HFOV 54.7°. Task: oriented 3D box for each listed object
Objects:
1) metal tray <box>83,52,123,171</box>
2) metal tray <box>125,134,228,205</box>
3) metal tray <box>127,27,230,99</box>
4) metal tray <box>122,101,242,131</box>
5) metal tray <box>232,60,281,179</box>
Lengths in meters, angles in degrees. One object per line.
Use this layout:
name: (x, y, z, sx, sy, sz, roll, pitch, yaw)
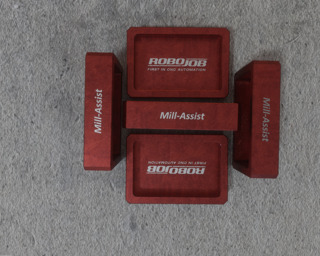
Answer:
metal tray: (-0.067, -0.019, 0.378, 0.030, 0.090, 0.129, 1, 91, 0)
metal tray: (0.022, 0.053, 0.410, 0.131, 0.030, 0.089, 1, 89, 0)
metal tray: (0.023, -0.084, 0.409, 0.131, 0.030, 0.089, 0, 93, 0)
metal tray: (0.024, -0.014, 0.380, 0.131, 0.090, 0.030, 1, 92, 0)
metal tray: (0.115, -0.010, 0.379, 0.030, 0.090, 0.129, 1, 90, 0)
